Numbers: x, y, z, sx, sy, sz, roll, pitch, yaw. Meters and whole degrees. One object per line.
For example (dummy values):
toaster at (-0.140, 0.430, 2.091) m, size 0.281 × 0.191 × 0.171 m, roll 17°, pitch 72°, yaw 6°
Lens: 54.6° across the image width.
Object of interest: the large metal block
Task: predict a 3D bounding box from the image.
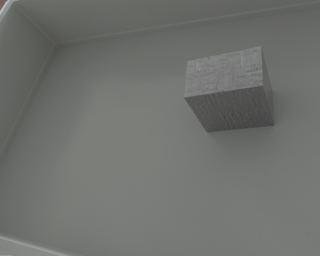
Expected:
large metal block at (0.081, -0.039, 0.352) m, size 0.080 × 0.080 × 0.050 m, roll -7°, pitch 59°, yaw 25°
